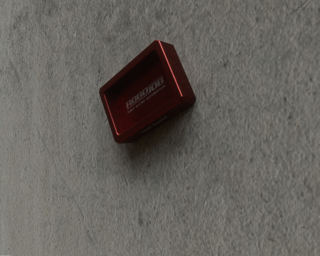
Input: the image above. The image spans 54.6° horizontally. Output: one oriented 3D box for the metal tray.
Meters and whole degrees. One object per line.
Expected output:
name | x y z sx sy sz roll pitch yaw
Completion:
metal tray | -0.023 -0.045 0.421 0.130 0.030 0.090 -32 70 35
